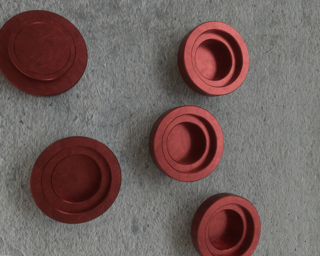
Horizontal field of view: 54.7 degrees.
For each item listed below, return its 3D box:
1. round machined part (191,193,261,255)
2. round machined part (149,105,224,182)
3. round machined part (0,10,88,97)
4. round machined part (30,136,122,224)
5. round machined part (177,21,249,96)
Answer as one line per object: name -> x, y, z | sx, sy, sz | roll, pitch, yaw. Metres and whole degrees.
round machined part -> 0.087, 0.138, 0.432 | 0.099, 0.042, 0.097 | 0, 90, -20
round machined part -> 0.032, 0.020, 0.411 | 0.099, 0.042, 0.097 | 0, 90, -20
round machined part -> -0.132, -0.085, 0.351 | 0.099, 0.042, 0.097 | 0, 90, -20
round machined part -> -0.098, 0.058, 0.364 | 0.099, 0.042, 0.097 | 0, 90, -20
round machined part -> 0.069, -0.092, 0.425 | 0.099, 0.042, 0.097 | 0, 90, -20
